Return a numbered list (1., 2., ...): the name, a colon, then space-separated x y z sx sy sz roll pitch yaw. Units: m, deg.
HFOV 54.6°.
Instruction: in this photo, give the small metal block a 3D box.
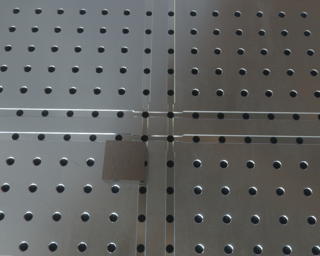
1. small metal block: -0.044 0.044 0.396 0.050 0.025 0.050 2 70 1
